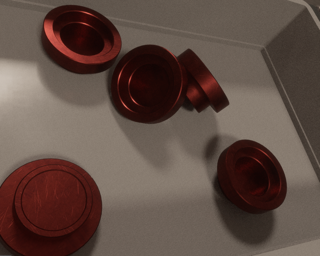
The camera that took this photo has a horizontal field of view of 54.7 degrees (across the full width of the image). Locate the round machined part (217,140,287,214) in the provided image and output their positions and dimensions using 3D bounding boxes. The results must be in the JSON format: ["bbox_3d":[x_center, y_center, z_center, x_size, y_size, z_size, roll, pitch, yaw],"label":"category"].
[{"bbox_3d":[0.118,0.068,0.419,0.099,0.042,0.098,14,56,-21],"label":"round machined part"}]

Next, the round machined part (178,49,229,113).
[{"bbox_3d":[0.052,-0.060,0.439,0.098,0.042,0.098,53,7,-9],"label":"round machined part"}]

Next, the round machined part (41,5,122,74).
[{"bbox_3d":[-0.104,-0.110,0.407,0.099,0.042,0.098,14,56,-21],"label":"round machined part"}]

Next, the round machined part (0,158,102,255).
[{"bbox_3d":[-0.103,0.073,0.295,0.099,0.042,0.098,14,56,-21],"label":"round machined part"}]

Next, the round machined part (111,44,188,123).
[{"bbox_3d":[-0.010,-0.054,0.399,0.098,0.098,0.042,62,18,15],"label":"round machined part"}]
